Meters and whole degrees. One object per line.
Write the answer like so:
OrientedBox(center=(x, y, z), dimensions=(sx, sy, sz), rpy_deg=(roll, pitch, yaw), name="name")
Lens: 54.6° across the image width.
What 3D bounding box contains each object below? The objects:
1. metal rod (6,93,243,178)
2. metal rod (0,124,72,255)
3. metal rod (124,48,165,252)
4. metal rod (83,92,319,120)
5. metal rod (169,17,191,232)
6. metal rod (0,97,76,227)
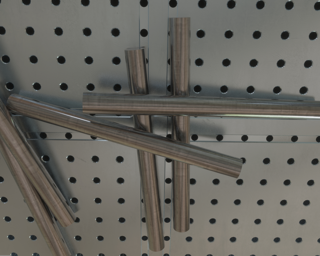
OrientedBox(center=(-0.046, 0.009, 0.392), dimensions=(0.301, 0.025, 0.025), rpy_deg=(16, 110, 3), name="metal rod")
OrientedBox(center=(-0.187, 0.084, 0.442), dimensions=(0.025, 0.025, 0.299), rpy_deg=(-15, 110, 5), name="metal rod")
OrientedBox(center=(-0.018, 0.043, 0.429), dimensions=(0.025, 0.025, 0.298), rpy_deg=(-5, 110, 2), name="metal rod")
OrientedBox(center=(0.061, -0.026, 0.381), dimensions=(0.302, 0.025, 0.025), rpy_deg=(1, 110, -10), name="metal rod")
OrientedBox(center=(0.028, 0.010, 0.416), dimensions=(0.025, 0.025, 0.298), rpy_deg=(-2, 110, 0), name="metal rod")
OrientedBox(center=(-0.188, 0.014, 0.400), dimensions=(0.025, 0.025, 0.299), rpy_deg=(-19, 115, 7), name="metal rod")
